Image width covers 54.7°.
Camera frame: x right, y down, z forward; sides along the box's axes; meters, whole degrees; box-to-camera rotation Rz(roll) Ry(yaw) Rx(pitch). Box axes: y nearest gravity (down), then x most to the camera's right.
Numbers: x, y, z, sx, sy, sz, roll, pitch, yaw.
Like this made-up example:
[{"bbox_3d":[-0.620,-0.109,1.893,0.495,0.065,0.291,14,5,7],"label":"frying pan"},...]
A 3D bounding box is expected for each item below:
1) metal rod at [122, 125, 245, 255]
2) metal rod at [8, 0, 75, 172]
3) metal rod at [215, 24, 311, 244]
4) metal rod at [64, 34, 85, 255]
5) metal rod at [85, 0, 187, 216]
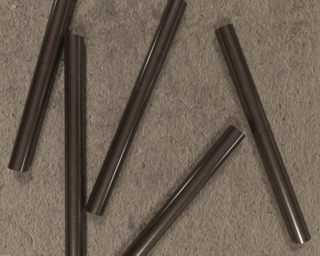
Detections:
[{"bbox_3d":[0.007,0.119,0.410,0.025,0.025,0.300,40,90,-1],"label":"metal rod"},{"bbox_3d":[-0.147,-0.090,0.407,0.025,0.025,0.298,15,90,-1],"label":"metal rod"},{"bbox_3d":[0.136,0.008,0.411,0.025,0.025,0.299,-20,90,0],"label":"metal rod"},{"bbox_3d":[-0.113,0.029,0.408,0.025,0.025,0.298,0,90,-1],"label":"metal rod"},{"bbox_3d":[-0.031,-0.029,0.409,0.025,0.025,0.299,22,90,-1],"label":"metal rod"}]
